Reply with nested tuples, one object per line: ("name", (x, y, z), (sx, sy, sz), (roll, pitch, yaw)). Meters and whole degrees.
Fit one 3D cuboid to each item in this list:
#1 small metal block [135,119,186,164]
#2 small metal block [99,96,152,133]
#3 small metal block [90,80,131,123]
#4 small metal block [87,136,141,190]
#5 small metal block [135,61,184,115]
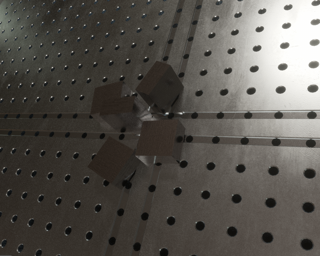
("small metal block", (0.001, 0.018, 0.396), (0.050, 0.025, 0.050), (-2, 61, 27))
("small metal block", (-0.046, -0.017, 0.425), (0.050, 0.050, 0.025), (-5, 60, 25))
("small metal block", (-0.074, -0.039, 0.470), (0.050, 0.025, 0.050), (-11, 57, 22))
("small metal block", (-0.059, 0.046, 0.410), (0.050, 0.025, 0.050), (25, 75, 36))
("small metal block", (0.001, -0.055, 0.424), (0.025, 0.050, 0.050), (26, 76, 36))
